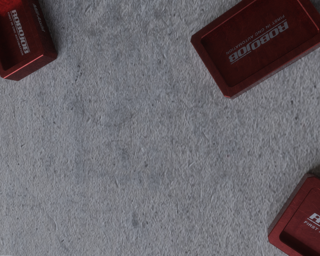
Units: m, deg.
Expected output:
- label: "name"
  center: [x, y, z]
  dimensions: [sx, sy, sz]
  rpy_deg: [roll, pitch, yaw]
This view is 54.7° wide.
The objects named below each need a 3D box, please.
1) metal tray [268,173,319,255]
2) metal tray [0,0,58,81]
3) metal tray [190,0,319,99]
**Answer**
- label: "metal tray"
  center: [0.198, 0.120, 0.336]
  dimensions: [0.130, 0.030, 0.090]
  rpy_deg: [32, 100, 17]
- label: "metal tray"
  center: [-0.223, -0.151, 0.485]
  dimensions: [0.090, 0.030, 0.129]
  rpy_deg: [-24, 82, 18]
- label: "metal tray"
  center: [0.114, -0.104, 0.365]
  dimensions: [0.130, 0.030, 0.090]
  rpy_deg: [-32, 80, 17]
